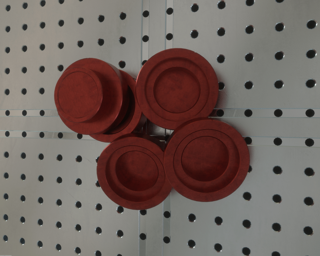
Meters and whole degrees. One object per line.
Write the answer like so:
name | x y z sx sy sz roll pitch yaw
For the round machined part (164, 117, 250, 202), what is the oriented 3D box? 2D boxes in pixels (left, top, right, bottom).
round machined part | 0.053 0.035 0.372 0.099 0.042 0.097 0 100 -2

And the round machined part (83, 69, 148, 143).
round machined part | -0.060 -0.030 0.423 0.098 0.042 0.097 0 90 19

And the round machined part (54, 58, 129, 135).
round machined part | -0.092 -0.040 0.390 0.098 0.042 0.097 0 90 19

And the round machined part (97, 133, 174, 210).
round machined part | -0.028 0.053 0.403 0.098 0.042 0.097 2 104 9

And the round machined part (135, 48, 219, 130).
round machined part | 0.021 -0.046 0.386 0.099 0.042 0.097 0 91 3
